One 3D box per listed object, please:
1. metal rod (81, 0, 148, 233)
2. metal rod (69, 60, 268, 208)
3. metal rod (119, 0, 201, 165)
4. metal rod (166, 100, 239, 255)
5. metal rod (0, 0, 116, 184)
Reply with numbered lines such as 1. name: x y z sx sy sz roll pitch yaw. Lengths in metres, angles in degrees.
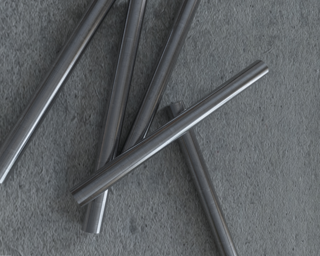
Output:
1. metal rod: -0.056 -0.021 0.389 0.025 0.025 0.298 12 86 -20
2. metal rod: 0.024 -0.003 0.391 0.302 0.025 0.025 -35 102 -17
3. metal rod: 0.009 -0.089 0.413 0.025 0.025 0.299 24 82 -19
4. metal rod: 0.071 0.105 0.436 0.025 0.025 0.298 -23 98 -19
5. metal rod: -0.114 -0.075 0.367 0.025 0.025 0.299 31 80 -18
